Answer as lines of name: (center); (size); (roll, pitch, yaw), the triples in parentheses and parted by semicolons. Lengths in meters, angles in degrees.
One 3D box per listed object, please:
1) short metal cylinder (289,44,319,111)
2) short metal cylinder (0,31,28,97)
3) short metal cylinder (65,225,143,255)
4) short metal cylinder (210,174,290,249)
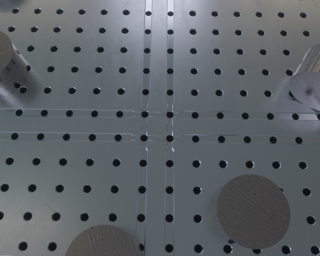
short metal cylinder: (0.220, -0.065, 0.408); (0.080, 0.080, 0.050); (31, 73, 11)
short metal cylinder: (-0.234, -0.090, 0.429); (0.081, 0.050, 0.080); (0, 70, 0)
short metal cylinder: (-0.060, 0.150, 0.343); (0.081, 0.050, 0.080); (0, 70, 0)
short metal cylinder: (0.103, 0.099, 0.363); (0.081, 0.050, 0.080); (0, 70, 0)
